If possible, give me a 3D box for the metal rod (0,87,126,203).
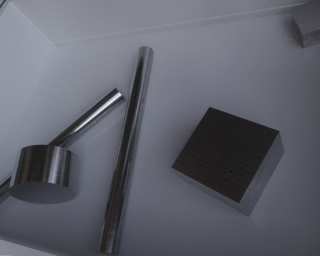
[{"bbox_3d":[-0.176,0.042,0.469,0.300,0.025,0.025,-39,51,1],"label":"metal rod"}]

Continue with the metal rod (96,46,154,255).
[{"bbox_3d":[-0.040,0.010,0.418,0.025,0.025,0.299,-6,59,25],"label":"metal rod"}]

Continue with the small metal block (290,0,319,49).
[{"bbox_3d":[0.196,-0.133,0.384,0.050,0.025,0.050,-17,55,18],"label":"small metal block"}]

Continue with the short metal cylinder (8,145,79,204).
[{"bbox_3d":[-0.151,0.063,0.409,0.080,0.080,0.050,-16,56,19],"label":"short metal cylinder"}]

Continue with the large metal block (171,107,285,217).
[{"bbox_3d":[0.073,0.034,0.330,0.080,0.050,0.080,24,75,36],"label":"large metal block"}]
